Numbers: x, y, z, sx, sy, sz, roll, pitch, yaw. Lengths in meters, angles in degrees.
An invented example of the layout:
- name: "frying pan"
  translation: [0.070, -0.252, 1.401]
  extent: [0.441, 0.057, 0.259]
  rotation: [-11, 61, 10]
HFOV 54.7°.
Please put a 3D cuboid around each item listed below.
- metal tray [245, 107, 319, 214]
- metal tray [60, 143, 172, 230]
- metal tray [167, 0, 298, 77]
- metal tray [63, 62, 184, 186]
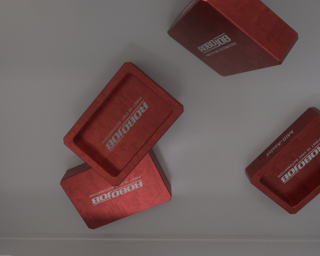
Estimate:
- name: "metal tray"
  translation: [0.196, 0.047, 0.427]
  extent: [0.090, 0.030, 0.130]
  rotation: [38, 106, -13]
- name: "metal tray"
  translation: [-0.060, 0.081, 0.438]
  extent: [0.130, 0.030, 0.090]
  rotation: [-23, 109, 8]
- name: "metal tray"
  translation: [0.065, -0.096, 0.319]
  extent: [0.090, 0.130, 0.030]
  rotation: [35, 87, -12]
- name: "metal tray"
  translation: [-0.044, -0.004, 0.385]
  extent: [0.090, 0.030, 0.130]
  rotation: [41, 98, 2]
